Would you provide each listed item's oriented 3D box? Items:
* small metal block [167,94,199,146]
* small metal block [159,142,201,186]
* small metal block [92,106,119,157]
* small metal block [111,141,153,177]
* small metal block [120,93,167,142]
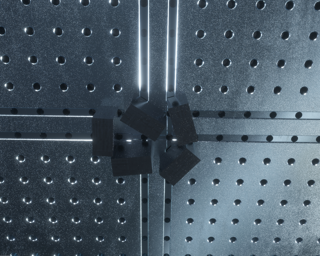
[{"bbox_3d":[0.028,-0.012,0.395,0.025,0.050,0.050,-15,109,5],"label":"small metal block"},{"bbox_3d":[0.025,0.041,0.415,0.025,0.050,0.050,41,105,-13],"label":"small metal block"},{"bbox_3d":[-0.070,0.003,0.401,0.025,0.050,0.050,3,111,-1],"label":"small metal block"},{"bbox_3d":[-0.035,0.040,0.414,0.050,0.050,0.025,-5,110,1],"label":"small metal block"},{"bbox_3d":[-0.020,-0.015,0.394,0.050,0.050,0.025,32,108,-12],"label":"small metal block"}]
